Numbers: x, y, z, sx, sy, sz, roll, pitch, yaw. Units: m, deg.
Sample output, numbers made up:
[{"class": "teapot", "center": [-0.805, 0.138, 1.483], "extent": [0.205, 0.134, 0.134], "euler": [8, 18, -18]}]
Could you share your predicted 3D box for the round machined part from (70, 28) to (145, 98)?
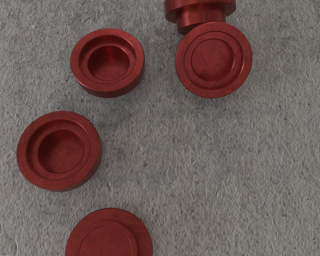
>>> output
[{"class": "round machined part", "center": [-0.070, -0.085, 0.430], "extent": [0.099, 0.042, 0.098], "euler": [0, 70, 0]}]

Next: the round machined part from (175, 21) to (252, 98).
[{"class": "round machined part", "center": [0.069, -0.092, 0.416], "extent": [0.099, 0.042, 0.097], "euler": [0, 112, 1]}]

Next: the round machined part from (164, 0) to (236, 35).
[{"class": "round machined part", "center": [0.056, -0.158, 0.432], "extent": [0.099, 0.098, 0.042], "euler": [-6, 94, -2]}]

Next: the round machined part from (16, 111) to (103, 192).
[{"class": "round machined part", "center": [-0.121, 0.031, 0.387], "extent": [0.099, 0.042, 0.098], "euler": [0, 70, 0]}]

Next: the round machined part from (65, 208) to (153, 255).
[{"class": "round machined part", "center": [-0.058, 0.140, 0.347], "extent": [0.099, 0.042, 0.098], "euler": [0, 70, 0]}]
